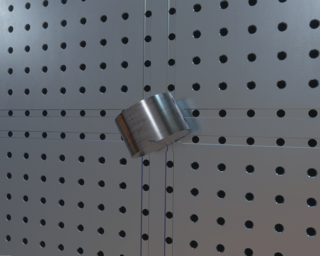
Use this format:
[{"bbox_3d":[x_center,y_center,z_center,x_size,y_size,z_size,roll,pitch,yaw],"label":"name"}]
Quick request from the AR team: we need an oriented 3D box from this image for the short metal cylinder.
[{"bbox_3d":[-0.009,-0.002,0.386,0.080,0.080,0.050,-30,80,18],"label":"short metal cylinder"}]
